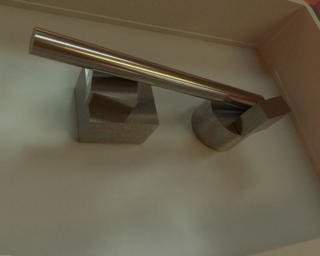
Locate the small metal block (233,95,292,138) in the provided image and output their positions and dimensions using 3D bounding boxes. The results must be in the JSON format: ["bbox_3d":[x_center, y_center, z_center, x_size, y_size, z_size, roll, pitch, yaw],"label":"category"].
[{"bbox_3d":[0.133,-0.015,0.405,0.050,0.050,0.025,-16,70,-35],"label":"small metal block"}]

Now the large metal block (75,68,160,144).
[{"bbox_3d":[-0.054,-0.028,0.375,0.081,0.050,0.080,3,61,-27],"label":"large metal block"}]

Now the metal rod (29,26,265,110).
[{"bbox_3d":[0.012,-0.056,0.356,0.302,0.025,0.025,10,57,-32],"label":"metal rod"}]

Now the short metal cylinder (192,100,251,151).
[{"bbox_3d":[0.094,-0.013,0.448,0.081,0.050,0.080,14,56,-21],"label":"short metal cylinder"}]

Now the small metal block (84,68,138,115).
[{"bbox_3d":[-0.052,-0.047,0.341,0.050,0.025,0.050,12,56,-22],"label":"small metal block"}]
